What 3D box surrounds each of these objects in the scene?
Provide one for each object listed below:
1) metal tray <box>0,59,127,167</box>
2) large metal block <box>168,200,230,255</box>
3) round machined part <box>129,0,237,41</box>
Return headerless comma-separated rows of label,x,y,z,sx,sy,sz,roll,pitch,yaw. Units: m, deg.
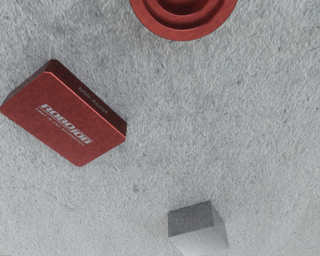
metal tray,-0.117,-0.012,0.392,0.090,0.030,0.130,-31,124,23
large metal block,0.067,0.180,0.545,0.080,0.050,0.080,-20,128,16
round machined part,0.021,-0.134,0.282,0.099,0.042,0.097,-1,130,0
